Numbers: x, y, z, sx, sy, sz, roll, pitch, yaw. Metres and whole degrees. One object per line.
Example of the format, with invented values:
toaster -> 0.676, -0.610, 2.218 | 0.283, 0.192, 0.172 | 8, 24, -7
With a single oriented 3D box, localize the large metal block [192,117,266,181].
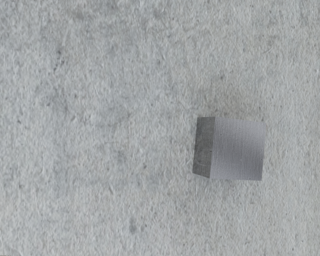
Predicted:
large metal block -> 0.096, 0.029, 0.433 | 0.081, 0.050, 0.080 | 6, 88, -20
